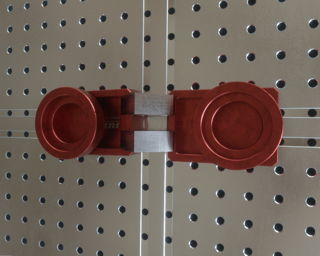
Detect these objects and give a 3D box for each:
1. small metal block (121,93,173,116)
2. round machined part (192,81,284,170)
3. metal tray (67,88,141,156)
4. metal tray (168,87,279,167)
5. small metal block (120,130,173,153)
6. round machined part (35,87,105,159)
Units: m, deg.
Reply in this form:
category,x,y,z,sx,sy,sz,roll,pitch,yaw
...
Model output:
category,x,y,z,sx,sy,sz,roll,pitch,yaw
small metal block,-0.017,-0.029,0.390,0.050,0.050,0.025,-178,89,-64
round machined part,0.090,-0.003,0.358,0.098,0.042,0.097,0,90,20
metal tray,-0.094,-0.008,0.444,0.130,0.030,0.089,-1,92,20
metal tray,0.077,-0.002,0.383,0.130,0.030,0.089,1,90,19
small metal block,-0.018,0.016,0.390,0.050,0.050,0.025,-178,89,-64
round machined part,-0.120,-0.007,0.433,0.098,0.042,0.097,0,90,20
